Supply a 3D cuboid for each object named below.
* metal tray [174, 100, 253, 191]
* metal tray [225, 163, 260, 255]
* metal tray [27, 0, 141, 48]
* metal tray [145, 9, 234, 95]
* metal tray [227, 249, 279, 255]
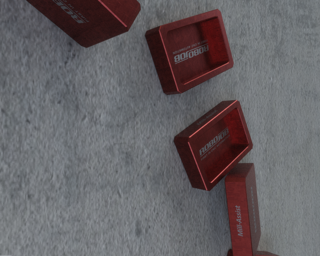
[{"bbox_3d":[0.087,0.023,0.476,0.131,0.030,0.090,-35,112,-35],"label":"metal tray"},{"bbox_3d":[0.135,0.129,0.495,0.090,0.030,0.129,-21,105,-64],"label":"metal tray"},{"bbox_3d":[-0.093,-0.135,0.285,0.130,0.090,0.030,38,67,-34],"label":"metal tray"},{"bbox_3d":[0.048,-0.111,0.443,0.131,0.030,0.089,-30,109,-36],"label":"metal tray"},{"bbox_3d":[0.162,0.264,0.540,0.131,0.030,0.090,21,77,-38],"label":"metal tray"}]
